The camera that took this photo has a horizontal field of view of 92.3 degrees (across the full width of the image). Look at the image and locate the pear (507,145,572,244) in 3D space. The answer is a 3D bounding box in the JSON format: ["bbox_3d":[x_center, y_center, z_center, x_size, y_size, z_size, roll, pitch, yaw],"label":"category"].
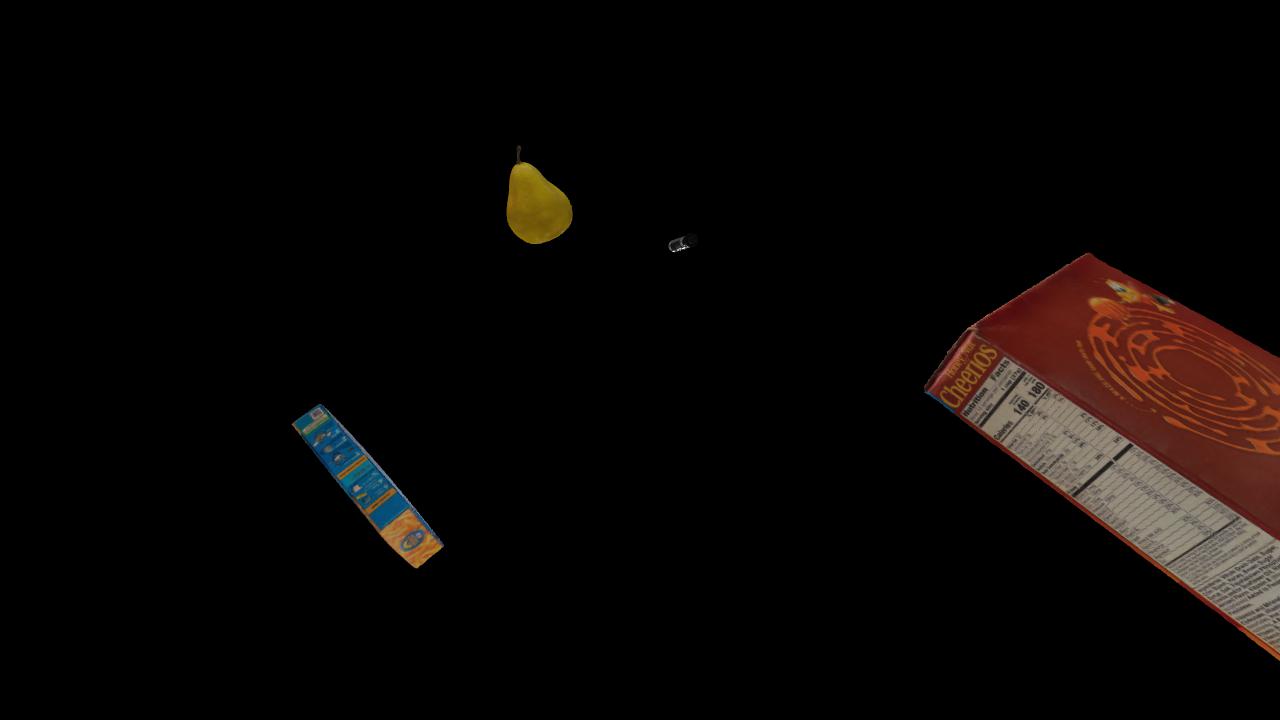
[{"bbox_3d":[-0.132,-0.195,0.731,0.080,0.111,0.080,-23,28,13],"label":"pear"}]

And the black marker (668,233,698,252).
[{"bbox_3d":[0.062,-0.169,0.888,0.020,0.020,0.121,0,7,-8],"label":"black marker"}]

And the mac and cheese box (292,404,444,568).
[{"bbox_3d":[-0.285,0.129,0.642,0.184,0.093,0.041,34,61,30],"label":"mac and cheese box"}]

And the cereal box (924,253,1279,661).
[{"bbox_3d":[0.388,0.057,0.422,0.203,0.081,0.306,-25,54,-32],"label":"cereal box"}]
